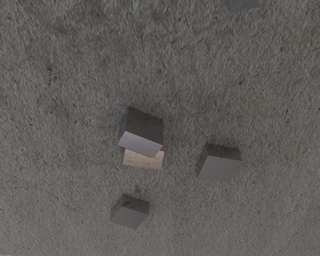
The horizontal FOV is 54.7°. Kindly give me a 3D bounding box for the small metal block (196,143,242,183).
[{"bbox_3d":[0.085,0.052,0.452,0.050,0.025,0.050,10,130,-9],"label":"small metal block"}]

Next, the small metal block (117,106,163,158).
[{"bbox_3d":[-0.024,0.005,0.394,0.050,0.050,0.025,22,126,-18],"label":"small metal block"}]

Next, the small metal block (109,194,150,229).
[{"bbox_3d":[-0.052,0.144,0.529,0.050,0.025,0.050,23,126,-19],"label":"small metal block"}]

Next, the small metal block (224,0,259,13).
[{"bbox_3d":[0.068,-0.138,0.274,0.025,0.050,0.050,-9,130,8],"label":"small metal block"}]

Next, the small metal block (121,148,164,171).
[{"bbox_3d":[-0.025,0.040,0.423,0.050,0.050,0.025,10,84,-9],"label":"small metal block"}]
